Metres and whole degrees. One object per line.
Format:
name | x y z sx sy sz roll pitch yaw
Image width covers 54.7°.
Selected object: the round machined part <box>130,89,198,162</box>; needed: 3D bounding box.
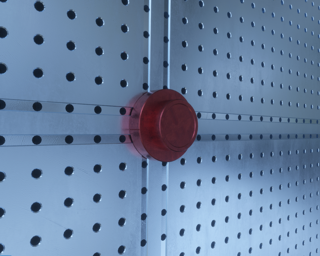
round machined part | 0.012 -0.003 0.410 0.099 0.042 0.097 0 90 -40
